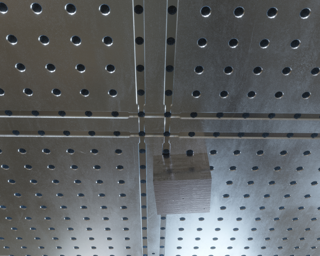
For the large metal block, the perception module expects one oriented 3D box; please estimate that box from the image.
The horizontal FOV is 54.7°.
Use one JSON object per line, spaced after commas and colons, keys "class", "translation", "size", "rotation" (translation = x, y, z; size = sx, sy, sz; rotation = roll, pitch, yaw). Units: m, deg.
{"class": "large metal block", "translation": [0.033, 0.085, 0.469], "size": [0.080, 0.050, 0.079], "rotation": [-3, 130, 2]}
